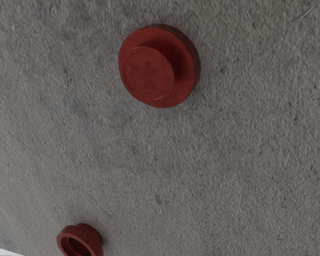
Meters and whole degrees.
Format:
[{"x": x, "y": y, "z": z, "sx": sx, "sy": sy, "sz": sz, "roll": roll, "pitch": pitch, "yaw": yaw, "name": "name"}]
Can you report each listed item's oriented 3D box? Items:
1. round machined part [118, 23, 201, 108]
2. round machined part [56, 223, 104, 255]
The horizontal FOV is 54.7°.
[{"x": -0.007, "y": -0.066, "z": 0.358, "sx": 0.098, "sy": 0.042, "sz": 0.097, "roll": 13, "pitch": 124, "yaw": 21, "name": "round machined part"}, {"x": -0.154, "y": 0.230, "z": 0.620, "sx": 0.098, "sy": 0.042, "sz": 0.097, "roll": 13, "pitch": 124, "yaw": 21, "name": "round machined part"}]
